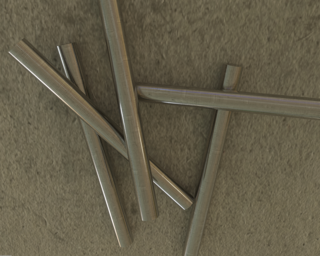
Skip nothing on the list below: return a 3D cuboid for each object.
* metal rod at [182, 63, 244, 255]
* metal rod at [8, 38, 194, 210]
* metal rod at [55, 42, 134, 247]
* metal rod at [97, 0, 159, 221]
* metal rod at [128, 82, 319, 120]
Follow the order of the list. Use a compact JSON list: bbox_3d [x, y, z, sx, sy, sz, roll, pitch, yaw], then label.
[{"bbox_3d":[0.069,0.060,0.433,0.025,0.025,0.298,8,110,-3],"label":"metal rod"},{"bbox_3d":[-0.058,0.010,0.392,0.025,0.025,0.300,-39,114,13],"label":"metal rod"},{"bbox_3d":[-0.082,0.036,0.421,0.025,0.025,0.298,-11,110,4],"label":"metal rod"},{"bbox_3d":[-0.038,-0.032,0.369,0.025,0.025,0.298,-9,100,3],"label":"metal rod"},{"bbox_3d":[0.110,-0.030,0.365,0.301,0.025,0.025,7,111,10],"label":"metal rod"}]
